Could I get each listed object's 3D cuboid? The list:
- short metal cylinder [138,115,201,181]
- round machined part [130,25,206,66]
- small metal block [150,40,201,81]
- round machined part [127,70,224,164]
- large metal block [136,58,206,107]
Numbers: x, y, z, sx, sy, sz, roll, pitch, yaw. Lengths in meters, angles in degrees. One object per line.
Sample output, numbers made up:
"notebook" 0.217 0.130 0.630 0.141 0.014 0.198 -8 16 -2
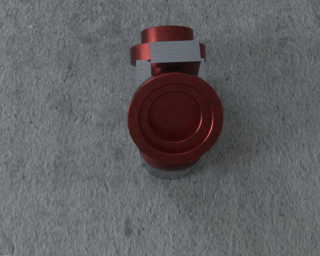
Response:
"short metal cylinder" 0.013 0.022 0.389 0.081 0.050 0.080 0 70 0
"round machined part" 0.010 -0.105 0.405 0.099 0.098 0.042 -2 95 -1
"small metal block" 0.015 -0.069 0.336 0.050 0.050 0.025 -3 70 -1
"round machined part" 0.016 -0.014 0.336 0.099 0.042 0.097 -1 109 -1
"large metal block" 0.013 -0.045 0.396 0.081 0.080 0.050 -2 70 -1
